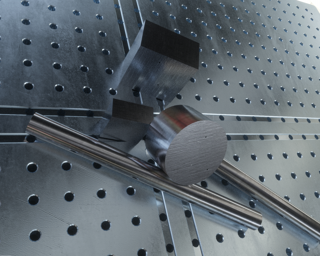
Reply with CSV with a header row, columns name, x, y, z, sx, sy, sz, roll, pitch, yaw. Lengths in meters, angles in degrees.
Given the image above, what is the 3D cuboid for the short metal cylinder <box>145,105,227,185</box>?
name,x,y,z,sx,sy,sz,roll,pitch,yaw
short metal cylinder,0.030,0.019,0.360,0.081,0.079,0.050,0,23,-29

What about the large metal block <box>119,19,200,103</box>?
name,x,y,z,sx,sy,sz,roll,pitch,yaw
large metal block,-0.002,-0.089,0.428,0.081,0.080,0.050,19,55,-18

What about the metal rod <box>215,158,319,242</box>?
name,x,y,z,sx,sy,sz,roll,pitch,yaw
metal rod,0.117,0.075,0.427,0.301,0.025,0.025,33,51,-7

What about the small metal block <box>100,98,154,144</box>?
name,x,y,z,sx,sy,sz,roll,pitch,yaw
small metal block,-0.041,-0.007,0.376,0.050,0.050,0.025,12,57,-22

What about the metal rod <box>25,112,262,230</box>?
name,x,y,z,sx,sy,sz,roll,pitch,yaw
metal rod,-0.008,0.058,0.370,0.301,0.025,0.025,26,53,-13
